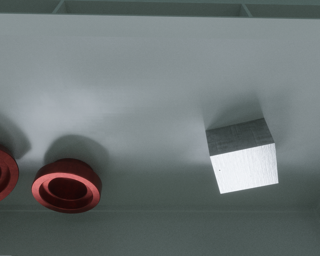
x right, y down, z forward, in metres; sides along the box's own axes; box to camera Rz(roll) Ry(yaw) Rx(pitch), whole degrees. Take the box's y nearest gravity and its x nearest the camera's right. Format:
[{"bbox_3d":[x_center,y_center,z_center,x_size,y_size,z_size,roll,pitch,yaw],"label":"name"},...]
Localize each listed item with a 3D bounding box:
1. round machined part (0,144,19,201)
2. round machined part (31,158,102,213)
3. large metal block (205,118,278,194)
[{"bbox_3d":[-0.251,0.060,0.425,0.099,0.042,0.097,-18,124,-29],"label":"round machined part"},{"bbox_3d":[-0.137,0.083,0.467,0.099,0.042,0.097,-1,130,0],"label":"round machined part"},{"bbox_3d":[0.113,0.040,0.429,0.080,0.050,0.080,-13,129,10],"label":"large metal block"}]
